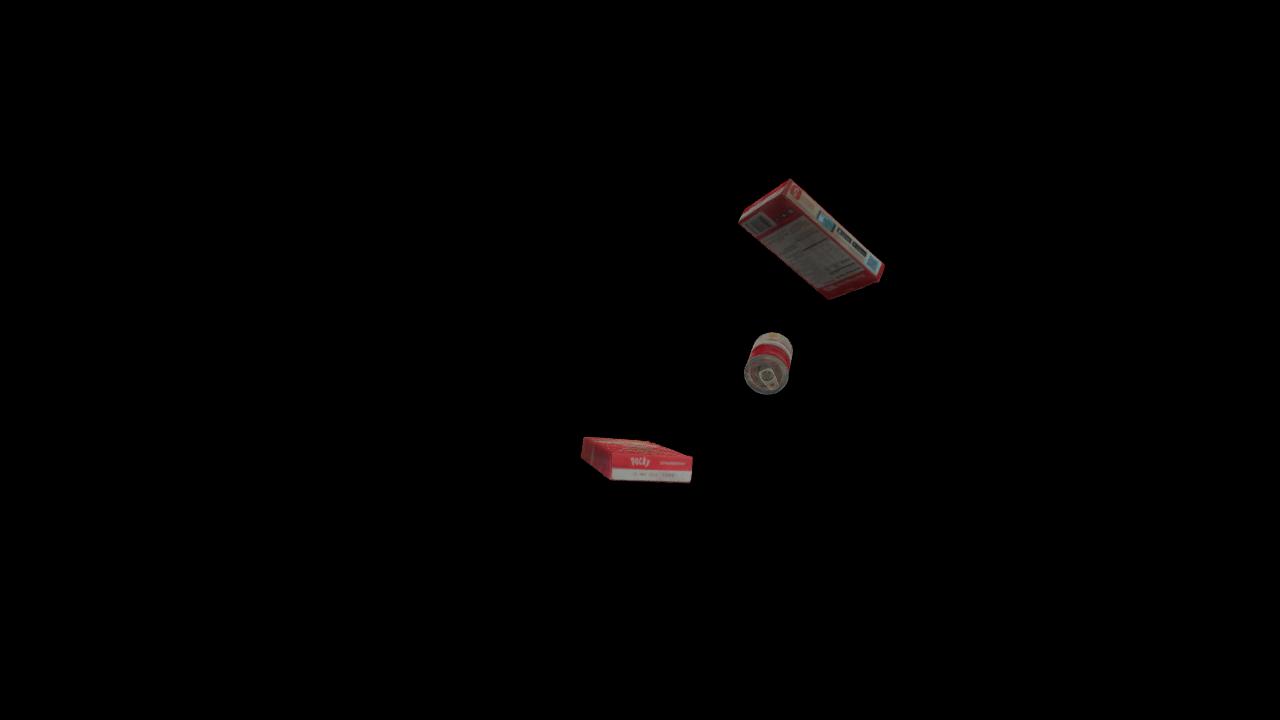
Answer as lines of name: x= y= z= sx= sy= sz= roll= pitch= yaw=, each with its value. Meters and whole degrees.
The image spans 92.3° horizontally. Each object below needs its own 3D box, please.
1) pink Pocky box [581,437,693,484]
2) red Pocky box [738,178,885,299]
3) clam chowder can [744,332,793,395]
pink Pocky box: x=-0.009 y=0.105 z=0.661 sx=0.084 sy=0.029 sz=0.155 roll=6 pitch=-3 yaw=-15
red Pocky box: x=0.194 y=-0.133 z=0.699 sx=0.155 sy=0.028 sz=0.083 roll=36 pitch=-25 yaw=-17
clam chowder can: x=0.207 y=0.003 z=0.979 sx=0.068 sy=0.068 sz=0.102 roll=0 pitch=23 yaw=19
